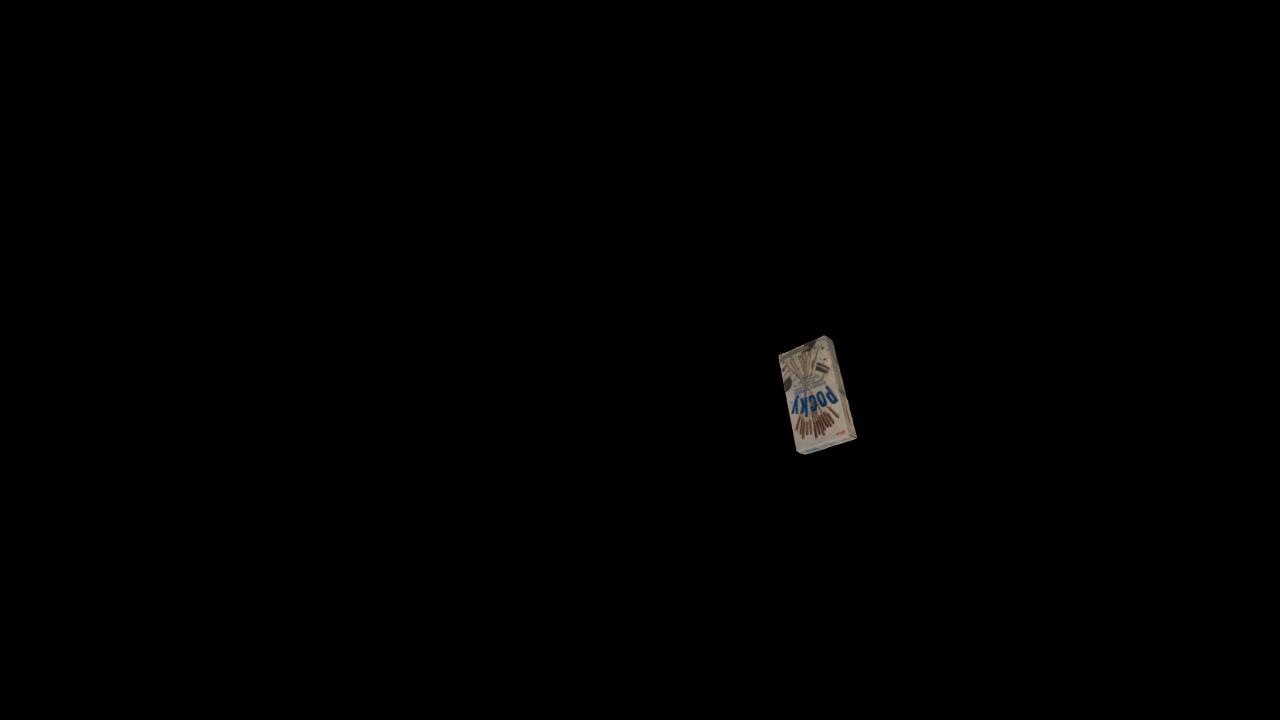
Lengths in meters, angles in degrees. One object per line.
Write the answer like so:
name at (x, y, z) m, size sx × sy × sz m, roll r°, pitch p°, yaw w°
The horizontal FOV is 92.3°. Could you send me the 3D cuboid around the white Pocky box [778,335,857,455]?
white Pocky box at (0.249, 0.049, 0.874) m, size 0.084 × 0.154 × 0.028 m, roll -27°, pitch -35°, yaw 37°
